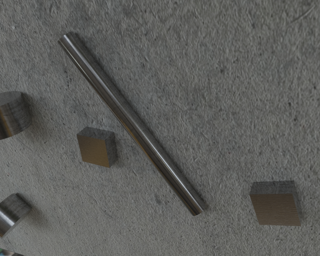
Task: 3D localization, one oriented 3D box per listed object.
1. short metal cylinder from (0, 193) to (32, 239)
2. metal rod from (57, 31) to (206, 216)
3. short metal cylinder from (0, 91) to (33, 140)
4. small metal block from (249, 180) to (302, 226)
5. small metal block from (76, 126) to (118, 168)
[{"bbox_3d":[-0.321,0.185,0.655,0.050,0.080,0.080,43,129,-2],"label":"short metal cylinder"},{"bbox_3d":[-0.033,0.001,0.424,0.025,0.025,0.300,-29,103,37],"label":"metal rod"},{"bbox_3d":[-0.253,-0.020,0.492,0.080,0.080,0.050,3,120,27],"label":"short metal cylinder"},{"bbox_3d":[0.146,0.094,0.389,0.050,0.025,0.050,-9,114,32],"label":"small metal block"},{"bbox_3d":[-0.095,0.029,0.475,0.050,0.025,0.050,10,123,22],"label":"small metal block"}]
